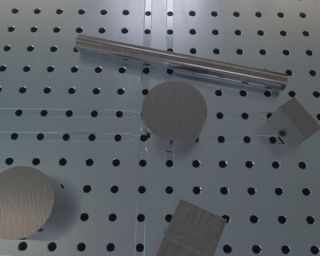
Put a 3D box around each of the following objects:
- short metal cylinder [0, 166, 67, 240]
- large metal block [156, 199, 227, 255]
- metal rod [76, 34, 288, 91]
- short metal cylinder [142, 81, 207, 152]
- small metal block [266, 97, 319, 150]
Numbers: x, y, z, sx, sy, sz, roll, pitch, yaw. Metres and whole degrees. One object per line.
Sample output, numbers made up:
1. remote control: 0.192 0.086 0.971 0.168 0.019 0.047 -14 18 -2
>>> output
1. short metal cylinder: -0.157 0.089 0.365 0.081 0.050 0.080 0 70 0
2. large metal block: 0.027 0.129 0.336 0.050 0.080 0.080 23 72 8
3. metal rod: 0.028 -0.095 0.446 0.302 0.025 0.025 12 71 4
4. short metal cylinder: 0.018 -0.014 0.404 0.081 0.050 0.080 0 70 0
5. small metal block: 0.172 -0.005 0.401 0.025 0.050 0.050 -32 73 -11
